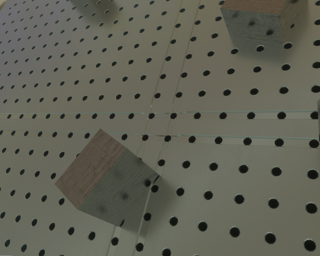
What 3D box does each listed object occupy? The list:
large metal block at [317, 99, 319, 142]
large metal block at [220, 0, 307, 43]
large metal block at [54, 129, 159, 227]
[{"bbox_3d":[0.190,0.004,0.271,0.050,0.080,0.080,-39,51,2],"label":"large metal block"},{"bbox_3d":[0.142,-0.169,0.422,0.080,0.050,0.080,23,74,36],"label":"large metal block"},{"bbox_3d":[-0.060,0.061,0.368,0.050,0.080,0.080,31,79,38],"label":"large metal block"}]
